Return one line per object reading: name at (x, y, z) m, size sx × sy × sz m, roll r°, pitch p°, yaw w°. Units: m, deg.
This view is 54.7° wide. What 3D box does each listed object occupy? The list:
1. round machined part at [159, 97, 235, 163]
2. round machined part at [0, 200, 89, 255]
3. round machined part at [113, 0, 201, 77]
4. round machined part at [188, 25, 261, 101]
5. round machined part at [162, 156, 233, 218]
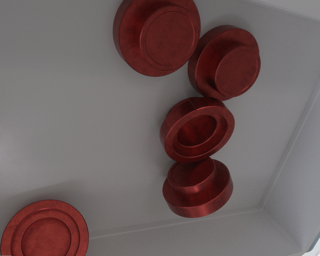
round machined part at (0.045, -0.002, 0.413) m, size 0.099 × 0.042 × 0.097 m, roll -13°, pitch 135°, yaw -14°
round machined part at (-0.140, 0.142, 0.385) m, size 0.099 × 0.098 × 0.042 m, roll -13°, pitch 162°, yaw -22°
round machined part at (0.003, -0.101, 0.336) m, size 0.099 × 0.042 × 0.097 m, roll -14°, pitch 124°, yaw -21°
round machined part at (0.089, -0.078, 0.398) m, size 0.099 × 0.042 × 0.097 m, roll -14°, pitch 124°, yaw -21°
round machined part at (0.049, 0.074, 0.435) m, size 0.098 × 0.098 × 0.042 m, roll -29°, pitch 119°, yaw -10°
